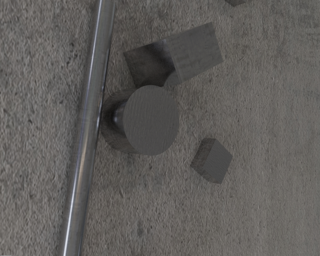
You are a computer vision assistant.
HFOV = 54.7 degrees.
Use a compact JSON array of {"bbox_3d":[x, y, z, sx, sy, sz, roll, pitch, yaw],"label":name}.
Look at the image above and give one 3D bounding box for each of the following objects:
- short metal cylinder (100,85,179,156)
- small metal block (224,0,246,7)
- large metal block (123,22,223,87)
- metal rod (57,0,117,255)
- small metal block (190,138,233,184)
[{"bbox_3d":[-0.024,-0.009,0.368,0.081,0.050,0.080,0,90,-40],"label":"short metal cylinder"},{"bbox_3d":[0.117,-0.234,0.502,0.050,0.025,0.050,15,81,-39],"label":"small metal block"},{"bbox_3d":[0.016,-0.087,0.382,0.081,0.080,0.050,-32,110,-36],"label":"large metal block"},{"bbox_3d":[-0.080,0.007,0.337,0.025,0.025,0.298,11,83,-40],"label":"metal rod"},{"bbox_3d":[0.079,0.050,0.471,0.050,0.025,0.050,42,64,-32],"label":"small metal block"}]
